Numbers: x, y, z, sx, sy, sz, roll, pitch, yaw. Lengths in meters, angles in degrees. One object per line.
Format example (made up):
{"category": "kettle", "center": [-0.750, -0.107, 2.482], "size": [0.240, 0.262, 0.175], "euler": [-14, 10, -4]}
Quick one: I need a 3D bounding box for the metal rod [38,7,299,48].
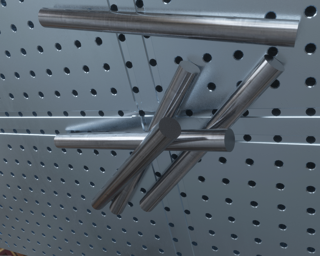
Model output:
{"category": "metal rod", "center": [-0.010, -0.115, 0.343], "size": [0.301, 0.025, 0.025], "euler": [11, 123, 21]}

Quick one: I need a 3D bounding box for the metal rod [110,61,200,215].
{"category": "metal rod", "center": [-0.021, 0.035, 0.441], "size": [0.025, 0.025, 0.298], "euler": [33, 129, 6]}

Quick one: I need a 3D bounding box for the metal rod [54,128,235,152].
{"category": "metal rod", "center": [-0.045, 0.017, 0.416], "size": [0.300, 0.025, 0.025], "euler": [-2, 118, 38]}

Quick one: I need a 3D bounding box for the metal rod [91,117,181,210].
{"category": "metal rod", "center": [-0.050, 0.067, 0.431], "size": [0.025, 0.025, 0.298], "euler": [41, 143, -1]}

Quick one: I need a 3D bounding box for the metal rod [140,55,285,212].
{"category": "metal rod", "center": [0.047, 0.029, 0.403], "size": [0.025, 0.025, 0.298], "euler": [38, 129, 2]}
